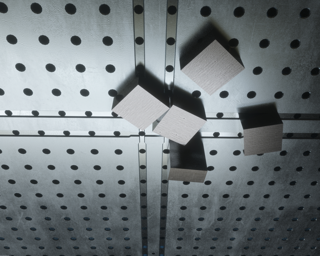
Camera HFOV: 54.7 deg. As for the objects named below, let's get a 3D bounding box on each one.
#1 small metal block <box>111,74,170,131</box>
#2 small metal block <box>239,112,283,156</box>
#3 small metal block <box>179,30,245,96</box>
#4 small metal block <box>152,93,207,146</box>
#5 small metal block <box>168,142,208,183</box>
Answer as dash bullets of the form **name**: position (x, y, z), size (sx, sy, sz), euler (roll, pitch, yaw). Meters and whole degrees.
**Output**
- **small metal block**: position (-0.024, -0.031, 0.385), size (0.050, 0.025, 0.050), euler (35, 122, -27)
- **small metal block**: position (0.137, 0.009, 0.421), size (0.050, 0.025, 0.050), euler (-9, 130, 7)
- **small metal block**: position (0.058, -0.073, 0.351), size (0.050, 0.025, 0.050), euler (35, 121, -27)
- **small metal block**: position (0.024, -0.010, 0.404), size (0.050, 0.025, 0.050), euler (24, 126, -20)
- **small metal block**: position (0.037, 0.048, 0.437), size (0.050, 0.050, 0.025), euler (6, 130, -5)
